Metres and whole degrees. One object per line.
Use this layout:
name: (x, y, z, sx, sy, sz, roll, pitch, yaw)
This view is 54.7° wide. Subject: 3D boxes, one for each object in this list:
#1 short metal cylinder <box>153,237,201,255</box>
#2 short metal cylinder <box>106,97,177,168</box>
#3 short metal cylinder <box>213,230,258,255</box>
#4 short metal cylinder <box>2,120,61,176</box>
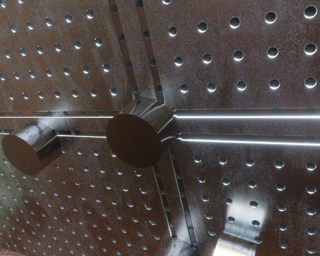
short metal cylinder: (0.025, 0.234, 0.525, 0.080, 0.050, 0.079, 13, 124, 20)
short metal cylinder: (-0.024, 0.006, 0.410, 0.080, 0.050, 0.079, 13, 124, 20)
short metal cylinder: (0.104, 0.192, 0.439, 0.050, 0.080, 0.079, 12, 124, 21)
short metal cylinder: (-0.218, 0.034, 0.528, 0.080, 0.050, 0.079, 13, 124, 20)
